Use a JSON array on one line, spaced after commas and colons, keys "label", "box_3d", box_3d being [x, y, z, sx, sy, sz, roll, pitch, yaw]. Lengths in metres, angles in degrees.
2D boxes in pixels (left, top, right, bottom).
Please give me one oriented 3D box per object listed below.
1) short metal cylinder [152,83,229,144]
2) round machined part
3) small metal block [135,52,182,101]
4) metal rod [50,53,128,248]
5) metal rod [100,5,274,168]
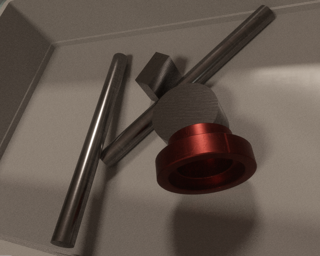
[{"label": "short metal cylinder", "box_3d": [0.038, -0.007, 0.373, 0.080, 0.050, 0.080, -13, 56, 20]}, {"label": "round machined part", "box_3d": [0.044, 0.030, 0.316, 0.098, 0.098, 0.042, -18, 55, 18]}, {"label": "small metal block", "box_3d": [0.000, -0.068, 0.430, 0.025, 0.050, 0.050, 26, 76, 37]}, {"label": "metal rod", "box_3d": [-0.084, 0.005, 0.418, 0.025, 0.025, 0.300, -9, 49, 23]}, {"label": "metal rod", "box_3d": [0.036, -0.057, 0.420, 0.300, 0.025, 0.025, -42, 51, -2]}]
